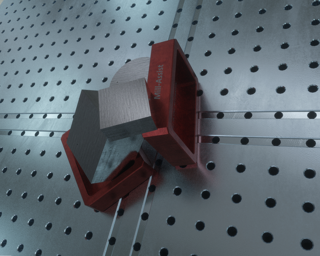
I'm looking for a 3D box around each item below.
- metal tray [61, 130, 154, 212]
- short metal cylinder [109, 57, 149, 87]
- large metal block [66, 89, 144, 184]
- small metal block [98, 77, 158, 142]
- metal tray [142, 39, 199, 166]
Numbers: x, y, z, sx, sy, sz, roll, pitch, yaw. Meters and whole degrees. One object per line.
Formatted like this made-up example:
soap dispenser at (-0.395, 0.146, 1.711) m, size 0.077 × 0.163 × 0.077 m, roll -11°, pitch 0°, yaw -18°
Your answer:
metal tray at (-0.076, 0.034, 0.420) m, size 0.090 × 0.030 × 0.130 m, roll -37°, pitch 51°, yaw 3°
short metal cylinder at (-0.023, -0.052, 0.435) m, size 0.080 × 0.050 × 0.080 m, roll -13°, pitch 56°, yaw 20°
large metal block at (-0.068, 0.009, 0.381) m, size 0.080 × 0.050 × 0.079 m, roll 46°, pitch 124°, yaw 38°
small metal block at (-0.033, -0.019, 0.315) m, size 0.050 × 0.025 × 0.050 m, roll -15°, pitch 55°, yaw 6°
metal tray at (0.017, -0.030, 0.374) m, size 0.030 × 0.090 × 0.130 m, roll -9°, pitch 58°, yaw 23°
